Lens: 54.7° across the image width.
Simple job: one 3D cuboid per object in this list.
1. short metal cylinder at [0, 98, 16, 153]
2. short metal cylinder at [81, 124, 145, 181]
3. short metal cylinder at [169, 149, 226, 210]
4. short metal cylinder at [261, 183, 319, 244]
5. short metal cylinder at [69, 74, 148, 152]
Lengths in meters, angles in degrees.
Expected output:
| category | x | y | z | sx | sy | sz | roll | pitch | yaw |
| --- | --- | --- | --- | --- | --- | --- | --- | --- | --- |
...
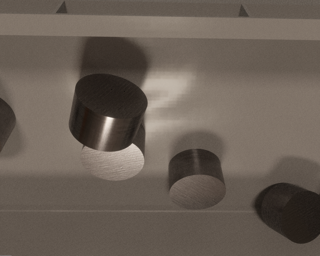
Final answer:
| category | x | y | z | sx | sy | sz | roll | pitch | yaw |
| --- | --- | --- | --- | --- | --- | --- | --- | --- | --- |
| short metal cylinder | -0.231 | -0.002 | 0.387 | 0.081 | 0.050 | 0.079 | 0 | 130 | 0 |
| short metal cylinder | -0.060 | 0.025 | 0.413 | 0.081 | 0.050 | 0.079 | 0 | 130 | 0 |
| short metal cylinder | 0.053 | 0.077 | 0.459 | 0.081 | 0.050 | 0.079 | 0 | 130 | 0 |
| short metal cylinder | 0.207 | 0.131 | 0.482 | 0.081 | 0.050 | 0.079 | -1 | 94 | -16 |
| short metal cylinder | -0.060 | -0.019 | 0.356 | 0.081 | 0.080 | 0.050 | 14 | 129 | -12 |
